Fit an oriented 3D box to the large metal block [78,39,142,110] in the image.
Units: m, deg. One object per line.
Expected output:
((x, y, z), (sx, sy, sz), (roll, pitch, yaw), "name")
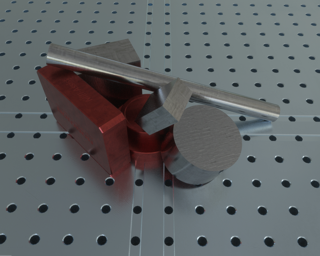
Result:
((-0.071, -0.067, 0.425), (0.081, 0.080, 0.050), (-17, 52, -14), "large metal block")

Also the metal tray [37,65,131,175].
((-0.091, -0.013, 0.374), (0.030, 0.089, 0.130), (-36, 59, -26), "metal tray")

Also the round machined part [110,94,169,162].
((-0.016, -0.007, 0.406), (0.099, 0.042, 0.098), (0, 50, 0), "round machined part")

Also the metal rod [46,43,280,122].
((0.017, -0.052, 0.390), (0.302, 0.025, 0.025), (13, 48, -15), "metal rod")

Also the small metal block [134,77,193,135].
((0.004, -0.024, 0.355), (0.025, 0.050, 0.050), (44, 49, -20), "small metal block")

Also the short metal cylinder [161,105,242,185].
((0.047, 0.020, 0.360), (0.081, 0.050, 0.080), (7, 62, -13), "short metal cylinder")
